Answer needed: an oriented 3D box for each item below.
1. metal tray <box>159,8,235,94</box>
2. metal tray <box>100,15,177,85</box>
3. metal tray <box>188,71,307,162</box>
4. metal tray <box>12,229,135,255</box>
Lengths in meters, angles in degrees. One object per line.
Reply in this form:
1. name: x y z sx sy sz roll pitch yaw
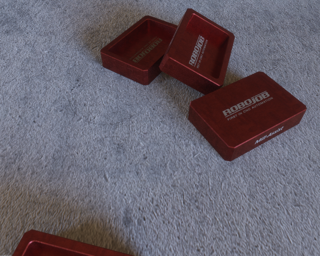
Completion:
1. metal tray: 0.061 -0.118 0.475 0.090 0.030 0.130 28 52 -9
2. metal tray: -0.022 -0.132 0.510 0.090 0.030 0.131 27 55 20
3. metal tray: 0.116 -0.021 0.418 0.131 0.030 0.090 -25 55 -20
4. metal tray: -0.076 0.151 0.272 0.131 0.030 0.090 11 51 9
